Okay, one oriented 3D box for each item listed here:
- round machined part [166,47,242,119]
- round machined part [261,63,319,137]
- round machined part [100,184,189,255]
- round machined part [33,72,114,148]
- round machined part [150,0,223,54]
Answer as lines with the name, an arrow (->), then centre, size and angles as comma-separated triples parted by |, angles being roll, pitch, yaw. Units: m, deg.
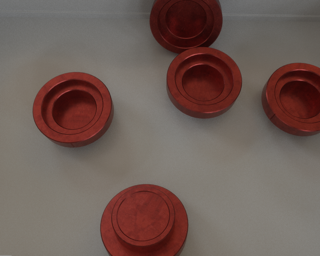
round machined part -> 0.058, -0.058, 0.422 | 0.099, 0.042, 0.098 | 0, 70, -1
round machined part -> 0.185, -0.035, 0.416 | 0.099, 0.042, 0.098 | 0, 70, -1
round machined part -> -0.017, 0.106, 0.346 | 0.099, 0.042, 0.098 | 0, 51, 1
round machined part -> -0.110, -0.021, 0.407 | 0.099, 0.042, 0.098 | 0, 70, -1
round machined part -> 0.037, -0.156, 0.433 | 0.099, 0.097, 0.042 | 5, 47, 1
